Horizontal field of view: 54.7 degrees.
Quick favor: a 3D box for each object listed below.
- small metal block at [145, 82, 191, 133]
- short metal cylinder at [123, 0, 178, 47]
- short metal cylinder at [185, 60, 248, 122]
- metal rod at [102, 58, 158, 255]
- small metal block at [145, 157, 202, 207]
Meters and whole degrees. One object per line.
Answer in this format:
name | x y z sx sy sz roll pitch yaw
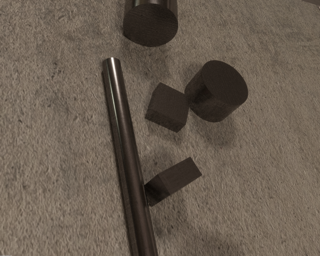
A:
small metal block | 0.012 -0.028 0.429 0.050 0.025 0.050 25 53 -14
short metal cylinder | -0.013 -0.170 0.466 0.081 0.080 0.050 14 56 -21
short metal cylinder | 0.085 -0.055 0.469 0.081 0.050 0.080 14 56 -21
metal rod | -0.035 0.044 0.359 0.025 0.025 0.299 1 61 -28
small metal block | 0.012 0.063 0.358 0.050 0.050 0.025 -23 75 -37
